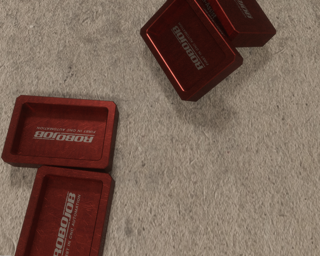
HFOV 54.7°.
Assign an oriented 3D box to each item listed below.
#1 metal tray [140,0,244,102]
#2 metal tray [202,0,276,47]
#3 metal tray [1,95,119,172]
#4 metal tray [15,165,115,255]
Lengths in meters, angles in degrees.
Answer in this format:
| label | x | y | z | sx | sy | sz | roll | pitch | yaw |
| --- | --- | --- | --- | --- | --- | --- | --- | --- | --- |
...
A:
| label | x | y | z | sx | sy | sz | roll | pitch | yaw |
| --- | --- | --- | --- | --- | --- | --- | --- | --- | --- |
| metal tray | 0.038 | -0.112 | 0.420 | 0.090 | 0.030 | 0.130 | -40 | 71 | 28 |
| metal tray | 0.102 | -0.178 | 0.451 | 0.091 | 0.030 | 0.130 | -12 | 68 | -35 |
| metal tray | -0.124 | 0.008 | 0.401 | 0.131 | 0.030 | 0.090 | 4 | 70 | 1 |
| metal tray | -0.109 | 0.114 | 0.362 | 0.091 | 0.030 | 0.130 | 7 | 70 | 2 |
